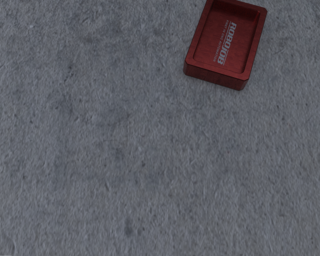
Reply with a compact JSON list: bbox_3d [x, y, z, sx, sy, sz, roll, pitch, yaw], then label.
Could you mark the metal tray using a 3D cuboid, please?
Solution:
[{"bbox_3d":[0.096,-0.127,0.453,0.090,0.030,0.130,18,71,6],"label":"metal tray"}]
